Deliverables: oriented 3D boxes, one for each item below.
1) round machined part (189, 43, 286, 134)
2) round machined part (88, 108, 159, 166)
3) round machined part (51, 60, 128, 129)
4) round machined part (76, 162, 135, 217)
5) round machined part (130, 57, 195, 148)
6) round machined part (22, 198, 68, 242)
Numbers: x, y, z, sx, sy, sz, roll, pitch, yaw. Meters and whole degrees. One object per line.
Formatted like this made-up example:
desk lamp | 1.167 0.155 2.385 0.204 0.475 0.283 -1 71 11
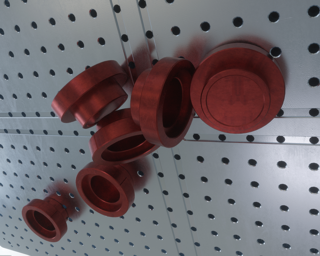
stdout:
round machined part | 0.079 -0.036 0.326 0.098 0.042 0.097 7 120 12
round machined part | -0.045 0.009 0.407 0.098 0.099 0.042 -42 60 39
round machined part | -0.079 -0.035 0.381 0.042 0.099 0.098 52 129 3
round machined part | -0.083 0.093 0.503 0.098 0.042 0.097 13 124 21
round machined part | 0.003 -0.030 0.345 0.042 0.099 0.097 14 124 27
round machined part | -0.229 0.183 0.635 0.098 0.042 0.097 13 124 21
